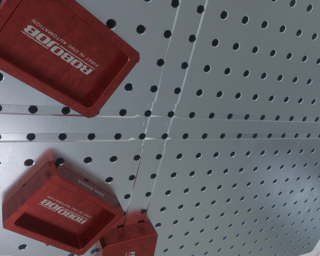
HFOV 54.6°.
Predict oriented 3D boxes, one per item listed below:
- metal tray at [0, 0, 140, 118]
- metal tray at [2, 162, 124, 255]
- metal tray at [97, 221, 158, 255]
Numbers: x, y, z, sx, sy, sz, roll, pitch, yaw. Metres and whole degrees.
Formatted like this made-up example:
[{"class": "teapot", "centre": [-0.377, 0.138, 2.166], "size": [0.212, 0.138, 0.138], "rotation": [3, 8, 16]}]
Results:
[{"class": "metal tray", "centre": [-0.096, -0.077, 0.307], "size": [0.130, 0.030, 0.090], "rotation": [33, 100, -38]}, {"class": "metal tray", "centre": [-0.122, 0.111, 0.408], "size": [0.090, 0.030, 0.130], "rotation": [-44, 129, 3]}, {"class": "metal tray", "centre": [-0.058, 0.219, 0.511], "size": [0.091, 0.030, 0.129], "rotation": [-5, 121, -26]}]
